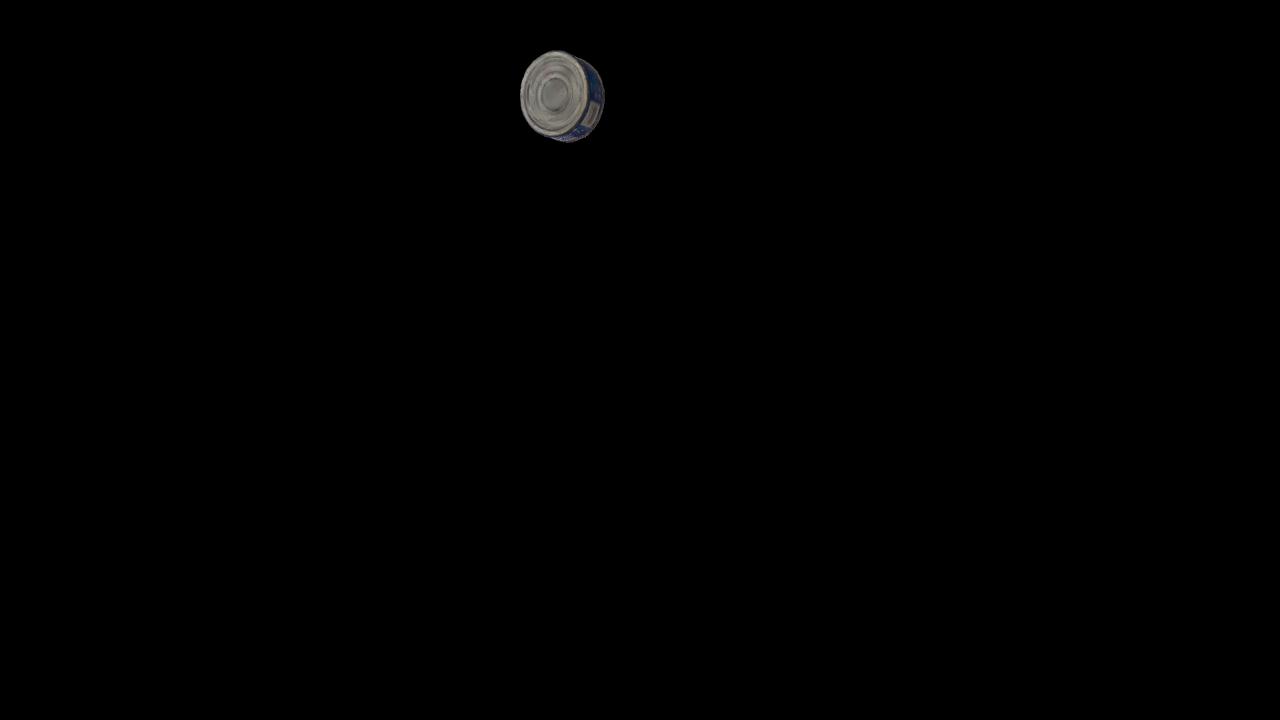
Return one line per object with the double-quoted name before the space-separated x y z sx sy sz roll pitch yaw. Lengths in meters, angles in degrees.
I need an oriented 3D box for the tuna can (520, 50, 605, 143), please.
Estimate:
"tuna can" -0.081 -0.268 0.629 0.084 0.084 0.034 0 10 25
